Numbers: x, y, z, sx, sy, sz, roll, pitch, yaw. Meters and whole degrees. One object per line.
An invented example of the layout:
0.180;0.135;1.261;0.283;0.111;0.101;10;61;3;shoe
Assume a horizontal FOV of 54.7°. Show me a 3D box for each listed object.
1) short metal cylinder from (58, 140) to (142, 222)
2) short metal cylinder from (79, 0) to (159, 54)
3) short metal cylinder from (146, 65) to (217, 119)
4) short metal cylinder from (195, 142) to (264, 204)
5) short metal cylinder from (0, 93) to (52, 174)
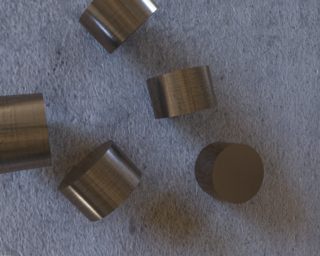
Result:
-0.068;0.059;0.355;0.080;0.080;0.050;-44;104;-15;short metal cylinder
-0.047;-0.133;0.363;0.050;0.080;0.080;46;76;-15;short metal cylinder
0.027;-0.045;0.391;0.081;0.080;0.050;-15;95;-20;short metal cylinder
0.096;0.060;0.433;0.081;0.050;0.079;0;90;-21;short metal cylinder
-0.145;0.005;0.326;0.050;0.080;0.079;-8;93;-20;short metal cylinder
